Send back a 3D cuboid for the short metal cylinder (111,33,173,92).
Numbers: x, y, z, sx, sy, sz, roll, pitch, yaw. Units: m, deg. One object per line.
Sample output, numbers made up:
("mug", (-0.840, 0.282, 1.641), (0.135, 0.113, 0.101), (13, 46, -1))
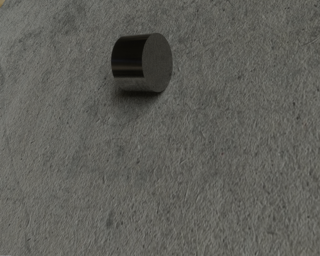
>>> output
("short metal cylinder", (-0.023, -0.091, 0.438), (0.050, 0.080, 0.080), (5, 64, 31))
